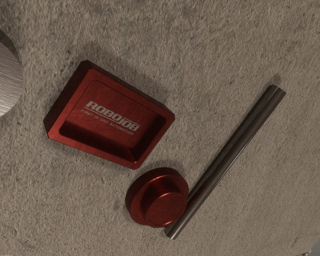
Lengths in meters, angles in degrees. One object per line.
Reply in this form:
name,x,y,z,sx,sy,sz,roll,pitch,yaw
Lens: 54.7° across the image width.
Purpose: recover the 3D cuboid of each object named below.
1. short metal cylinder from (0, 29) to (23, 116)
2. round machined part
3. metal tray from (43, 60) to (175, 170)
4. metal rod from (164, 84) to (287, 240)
short metal cylinder,-0.165,-0.051,0.269,0.081,0.050,0.079,-14,125,-21
round machined part,0.001,0.111,0.467,0.099,0.042,0.097,-14,125,-21
metal tray,-0.056,-0.010,0.368,0.131,0.030,0.090,28,103,-38
metal rod,0.100,0.061,0.501,0.025,0.025,0.299,25,104,-37
